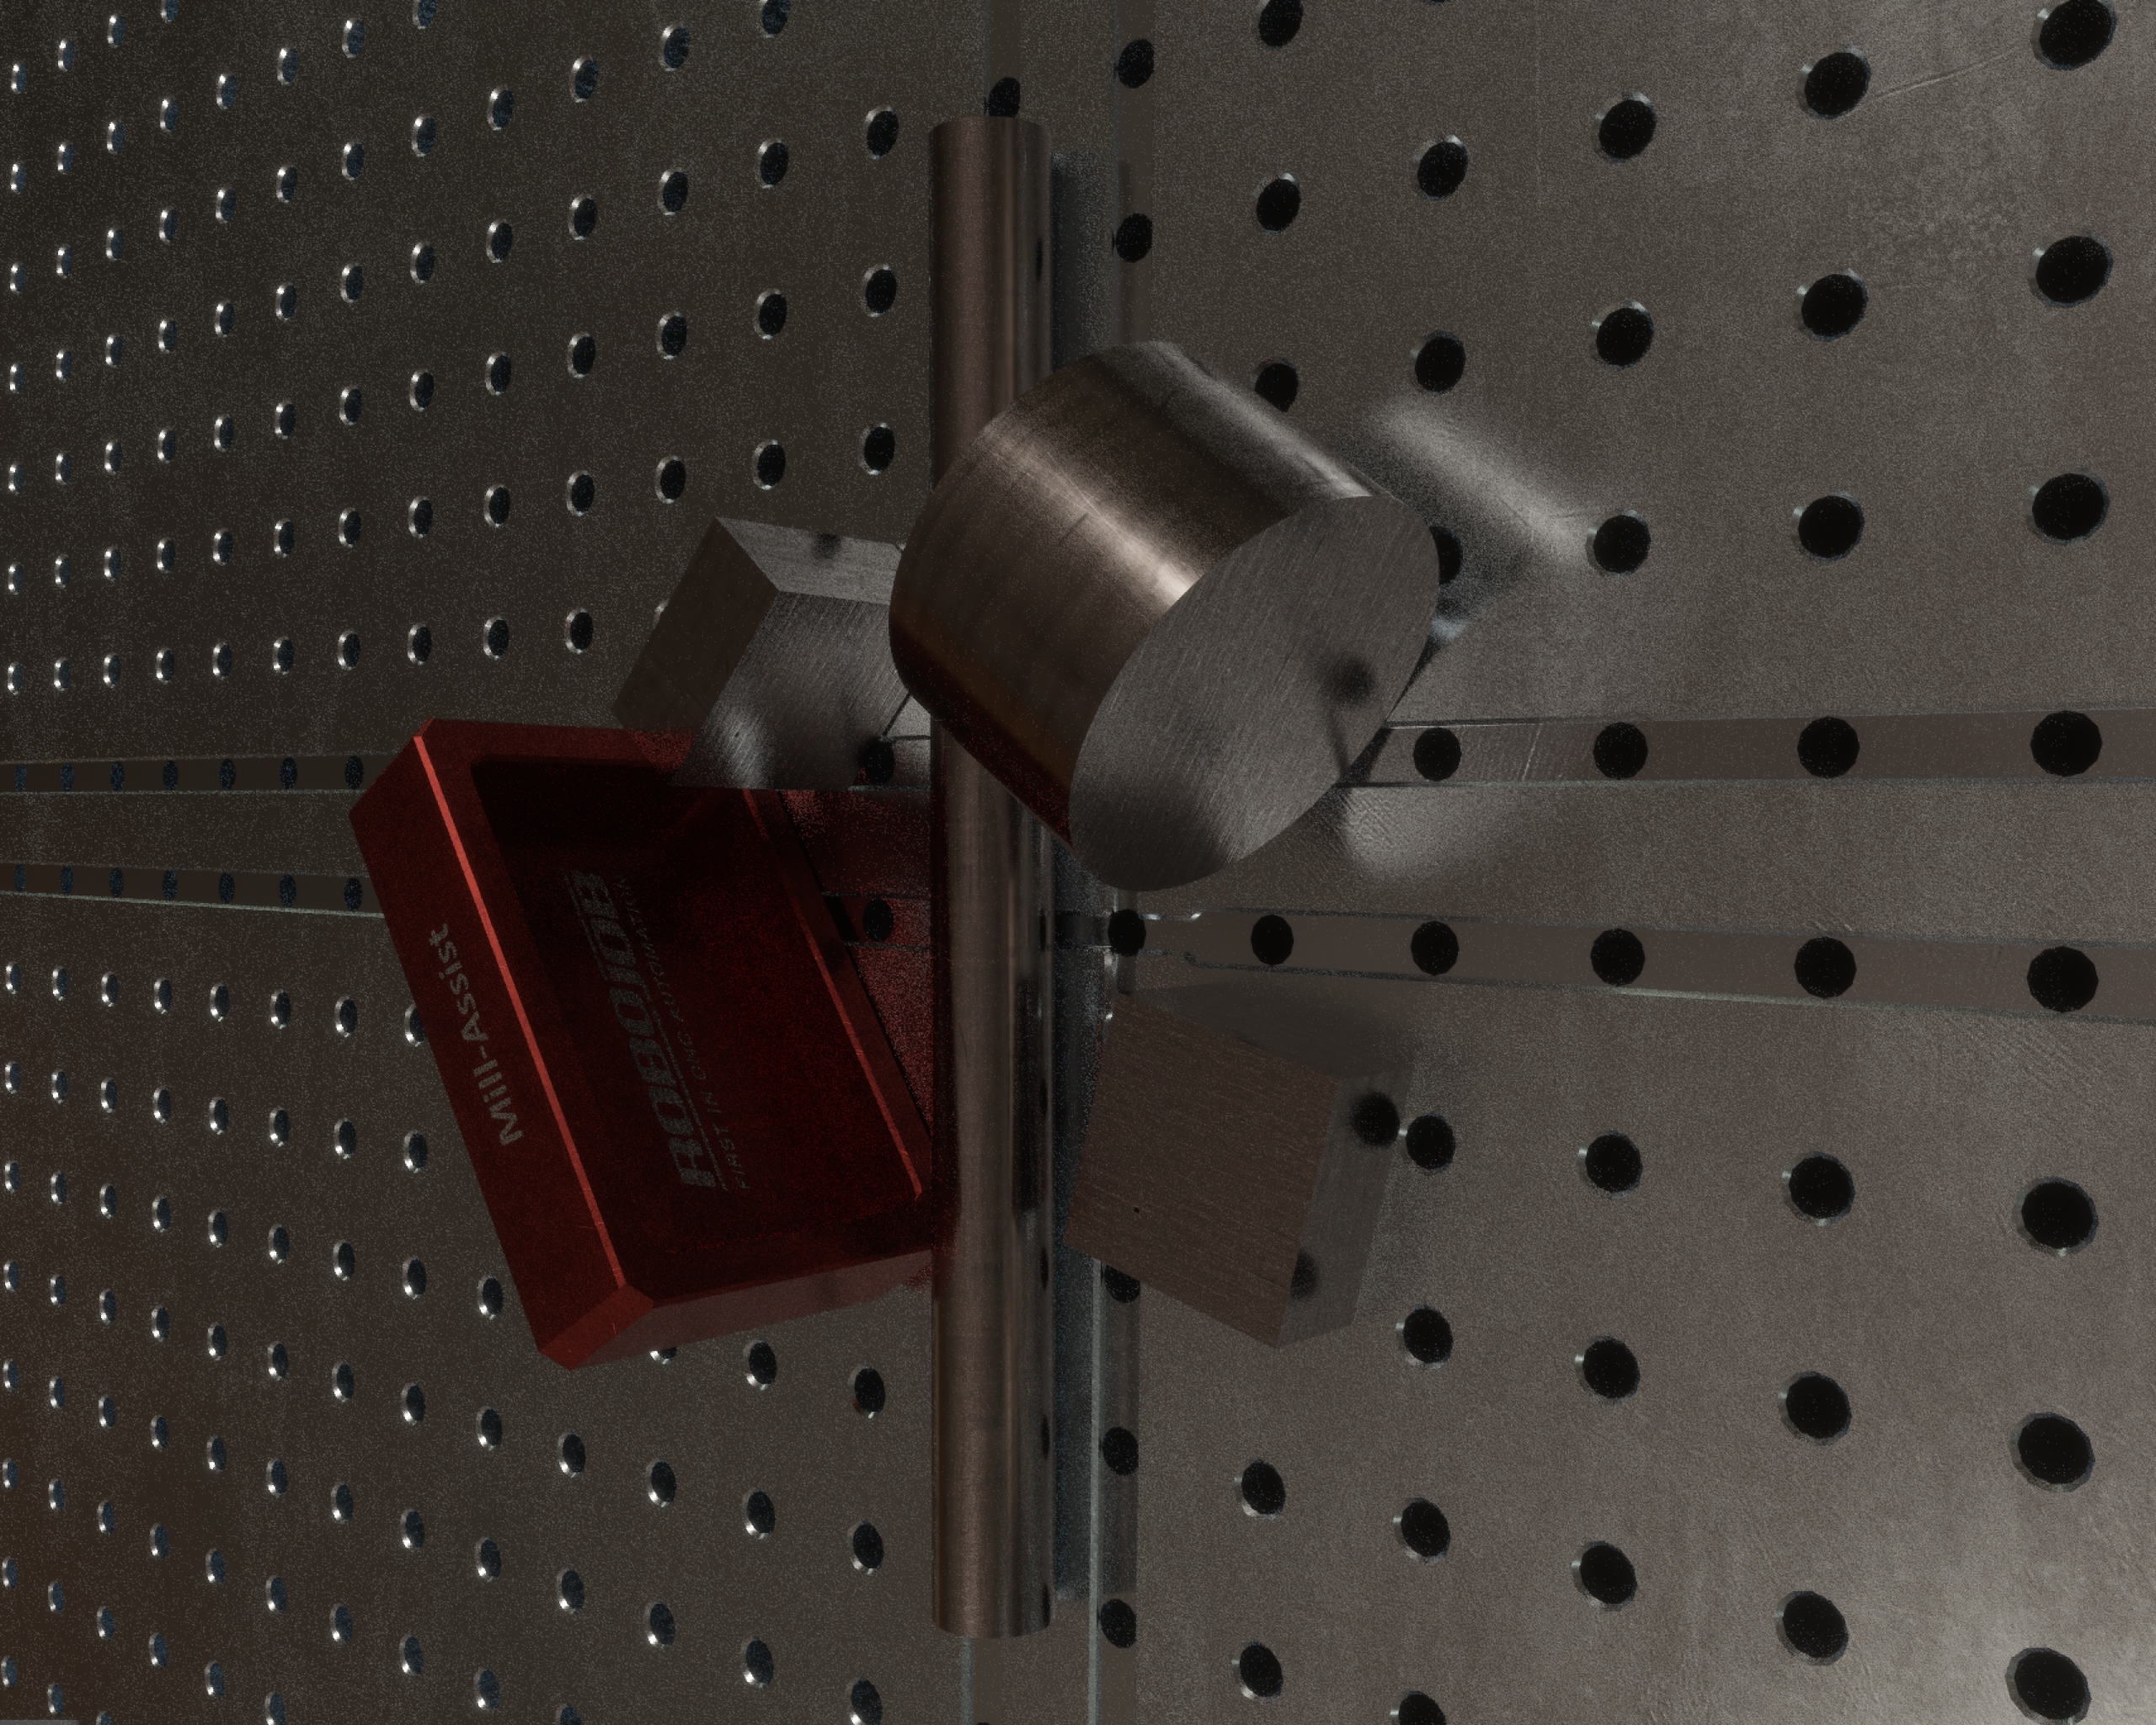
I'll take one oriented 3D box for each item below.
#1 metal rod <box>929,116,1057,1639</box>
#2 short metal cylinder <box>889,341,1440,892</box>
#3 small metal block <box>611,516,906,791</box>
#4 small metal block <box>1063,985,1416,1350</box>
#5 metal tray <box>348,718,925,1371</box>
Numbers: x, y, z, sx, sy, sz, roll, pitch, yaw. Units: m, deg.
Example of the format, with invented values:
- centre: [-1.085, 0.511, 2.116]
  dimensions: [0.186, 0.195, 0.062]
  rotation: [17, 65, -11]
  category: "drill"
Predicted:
- centre: [-0.017, 0.003, 0.421]
  dimensions: [0.025, 0.025, 0.298]
  rotation: [0, 90, 39]
  category: "metal rod"
- centre: [0.015, -0.042, 0.359]
  dimensions: [0.050, 0.081, 0.080]
  rotation: [45, 117, 30]
  category: "short metal cylinder"
- centre: [-0.062, -0.043, 0.441]
  dimensions: [0.025, 0.050, 0.050]
  rotation: [49, 119, 28]
  category: "small metal block"
- centre: [0.029, 0.054, 0.385]
  dimensions: [0.050, 0.025, 0.050]
  rotation: [19, 102, 38]
  category: "small metal block"
- centre: [-0.087, 0.033, 0.435]
  dimensions: [0.030, 0.091, 0.130]
  rotation: [-40, 66, 33]
  category: "metal tray"
